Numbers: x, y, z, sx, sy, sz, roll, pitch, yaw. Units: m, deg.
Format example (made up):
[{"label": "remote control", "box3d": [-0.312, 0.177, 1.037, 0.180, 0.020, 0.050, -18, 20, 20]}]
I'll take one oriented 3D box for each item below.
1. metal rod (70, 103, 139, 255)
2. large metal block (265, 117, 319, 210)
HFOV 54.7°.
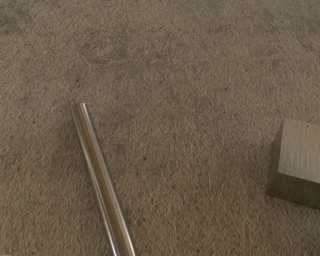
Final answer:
[{"label": "metal rod", "box3d": [-0.055, 0.082, 0.334, 0.025, 0.025, 0.300, -17, 52, -14]}, {"label": "large metal block", "box3d": [0.172, 0.042, 0.353, 0.080, 0.050, 0.080, 15, 52, 12]}]
